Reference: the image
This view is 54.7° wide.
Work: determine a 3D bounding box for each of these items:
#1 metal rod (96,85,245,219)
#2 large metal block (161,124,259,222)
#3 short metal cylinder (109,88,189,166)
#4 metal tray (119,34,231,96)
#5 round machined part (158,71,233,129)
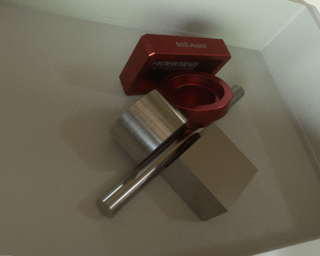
[{"bbox_3d":[0.035,0.012,0.417,0.025,0.025,0.302,48,51,5],"label":"metal rod"},{"bbox_3d":[0.062,0.055,0.388,0.080,0.050,0.080,48,51,5],"label":"large metal block"},{"bbox_3d":[-0.012,-0.001,0.364,0.050,0.080,0.080,48,51,4],"label":"short metal cylinder"},{"bbox_3d":[0.021,-0.083,0.424,0.131,0.090,0.030,-7,65,-32],"label":"metal tray"},{"bbox_3d":[0.046,-0.036,0.424,0.099,0.042,0.098,3,39,-2],"label":"round machined part"}]
